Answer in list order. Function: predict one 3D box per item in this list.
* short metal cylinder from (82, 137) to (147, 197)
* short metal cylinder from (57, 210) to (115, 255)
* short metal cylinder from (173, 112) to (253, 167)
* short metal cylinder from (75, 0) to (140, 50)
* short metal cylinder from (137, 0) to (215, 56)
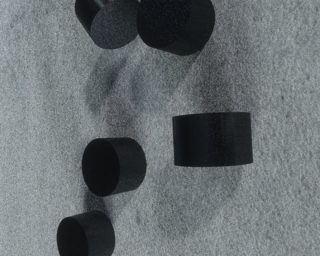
[{"bbox_3d":[-0.066,0.054,0.441,0.080,0.050,0.079,0,90,39],"label":"short metal cylinder"},{"bbox_3d":[-0.116,0.173,0.481,0.080,0.050,0.079,0,90,39],"label":"short metal cylinder"},{"bbox_3d":[0.054,0.012,0.323,0.080,0.081,0.050,-4,88,39],"label":"short metal cylinder"},{"bbox_3d":[-0.068,-0.155,0.423,0.080,0.081,0.050,-49,61,28],"label":"short metal cylinder"},{"bbox_3d":[0.018,-0.131,0.372,0.080,0.050,0.079,0,90,39],"label":"short metal cylinder"}]
